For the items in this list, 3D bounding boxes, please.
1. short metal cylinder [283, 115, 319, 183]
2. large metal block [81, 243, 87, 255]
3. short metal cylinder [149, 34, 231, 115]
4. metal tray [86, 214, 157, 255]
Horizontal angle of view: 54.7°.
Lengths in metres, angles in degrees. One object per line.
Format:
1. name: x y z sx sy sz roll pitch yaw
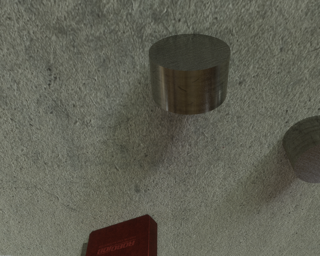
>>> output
1. short metal cylinder: 0.215 0.030 0.418 0.081 0.050 0.079 0 130 0
2. large metal block: -0.103 0.266 0.616 0.080 0.050 0.080 -13 129 11
3. short metal cylinder: 0.030 -0.058 0.322 0.080 0.080 0.050 -3 130 2
4. metal tray: -0.069 0.214 0.545 0.130 0.090 0.030 -22 127 17
